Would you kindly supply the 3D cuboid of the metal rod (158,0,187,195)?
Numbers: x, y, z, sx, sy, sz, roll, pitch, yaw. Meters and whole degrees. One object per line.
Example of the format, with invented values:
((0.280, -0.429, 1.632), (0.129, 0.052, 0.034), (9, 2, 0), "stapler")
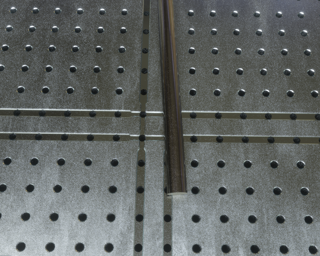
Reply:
((0.015, -0.059, 0.433), (0.025, 0.025, 0.299), (-2, 70, -1), "metal rod")
